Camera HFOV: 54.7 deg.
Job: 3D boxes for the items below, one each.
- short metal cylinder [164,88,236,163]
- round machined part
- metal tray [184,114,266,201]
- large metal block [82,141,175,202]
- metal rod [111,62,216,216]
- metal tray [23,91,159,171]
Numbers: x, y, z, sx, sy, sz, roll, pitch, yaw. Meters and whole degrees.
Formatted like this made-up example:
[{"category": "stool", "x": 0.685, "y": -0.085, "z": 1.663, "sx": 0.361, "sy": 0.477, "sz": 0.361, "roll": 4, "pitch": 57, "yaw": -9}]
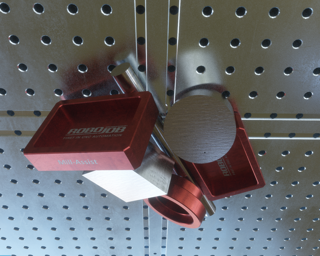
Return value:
[{"category": "short metal cylinder", "x": 0.048, "y": -0.004, "z": 0.368, "sx": 0.080, "sy": 0.050, "sz": 0.079, "roll": 3, "pitch": 107, "yaw": 10}, {"category": "round machined part", "x": 0.025, "y": 0.106, "z": 0.467, "sx": 0.098, "sy": 0.042, "sz": 0.098, "roll": 24, "pitch": 149, "yaw": 16}, {"category": "metal tray", "x": 0.090, "y": 0.048, "z": 0.445, "sx": 0.090, "sy": 0.030, "sz": 0.130, "roll": -20, "pitch": 128, "yaw": 16}, {"category": "large metal block", "x": -0.041, "y": 0.053, "z": 0.411, "sx": 0.080, "sy": 0.050, "sz": 0.080, "roll": -22, "pitch": 130, "yaw": 40}, {"category": "metal rod", "x": 0.019, "y": 0.036, "z": 0.437, "sx": 0.025, "sy": 0.025, "sz": 0.299, "roll": -20, "pitch": 128, "yaw": 16}, {"category": "metal tray", "x": -0.075, "y": 0.003, "z": 0.348, "sx": 0.130, "sy": 0.090, "sz": 0.030, "roll": -3, "pitch": 133, "yaw": 22}]
